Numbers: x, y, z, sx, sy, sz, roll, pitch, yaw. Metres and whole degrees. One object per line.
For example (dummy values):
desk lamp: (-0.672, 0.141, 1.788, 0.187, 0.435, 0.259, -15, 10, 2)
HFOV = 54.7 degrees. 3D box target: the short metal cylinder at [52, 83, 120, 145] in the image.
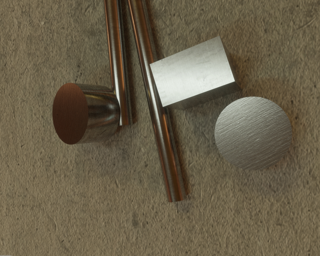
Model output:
short metal cylinder: (-0.101, -0.019, 0.418, 0.080, 0.050, 0.079, 2, 93, 40)

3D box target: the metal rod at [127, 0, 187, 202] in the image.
metal rod: (-0.008, -0.053, 0.411, 0.025, 0.025, 0.298, -13, 86, 19)

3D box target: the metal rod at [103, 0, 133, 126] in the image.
metal rod: (-0.064, -0.152, 0.431, 0.025, 0.025, 0.298, -6, 88, 20)

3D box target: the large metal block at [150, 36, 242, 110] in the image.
large metal block: (0.046, -0.059, 0.364, 0.080, 0.080, 0.050, -19, 84, 19)

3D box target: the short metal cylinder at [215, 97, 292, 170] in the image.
short metal cylinder: (0.108, 0.006, 0.358, 0.080, 0.050, 0.079, 0, 90, 20)
